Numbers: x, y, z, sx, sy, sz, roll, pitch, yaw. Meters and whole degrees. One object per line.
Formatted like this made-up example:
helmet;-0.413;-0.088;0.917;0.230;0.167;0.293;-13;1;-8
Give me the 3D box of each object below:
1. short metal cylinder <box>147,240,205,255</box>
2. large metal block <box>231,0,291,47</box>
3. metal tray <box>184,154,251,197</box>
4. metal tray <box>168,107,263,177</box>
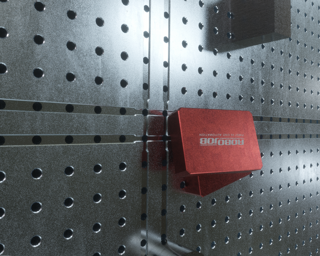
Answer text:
short metal cylinder;0.021;0.198;0.413;0.081;0.050;0.079;0;90;-40
large metal block;0.167;-0.186;0.516;0.050;0.080;0.079;-2;92;-40
metal tray;0.091;0.044;0.485;0.131;0.030;0.089;-14;99;-39
metal tray;0.080;0.020;0.442;0.131;0.030;0.090;1;73;-27
